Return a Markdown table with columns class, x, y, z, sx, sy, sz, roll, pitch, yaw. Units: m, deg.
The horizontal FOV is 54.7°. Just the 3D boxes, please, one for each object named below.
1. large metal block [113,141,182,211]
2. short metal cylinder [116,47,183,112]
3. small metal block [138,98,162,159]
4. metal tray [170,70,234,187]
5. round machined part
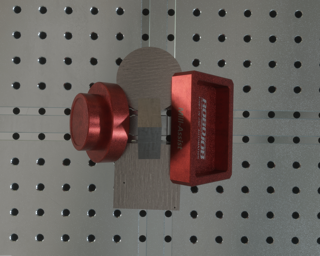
| class | x | y | z | sx | sy | sz | roll | pitch | yaw |
| --- | --- | --- | --- | --- | --- | --- | --- | --- | --- |
| large metal block | -0.015 | 0.059 | 0.400 | 0.081 | 0.050 | 0.080 | 2 | 90 | 0 |
| short metal cylinder | -0.012 | -0.059 | 0.400 | 0.081 | 0.050 | 0.080 | 0 | 90 | 0 |
| small metal block | -0.013 | 0.001 | 0.358 | 0.025 | 0.050 | 0.050 | 0 | 132 | -3 |
| metal tray | 0.054 | 0.001 | 0.382 | 0.030 | 0.091 | 0.129 | 1 | 90 | 43 |
| round machined part | -0.078 | -0.007 | 0.372 | 0.042 | 0.098 | 0.097 | 1 | 90 | -33 |
